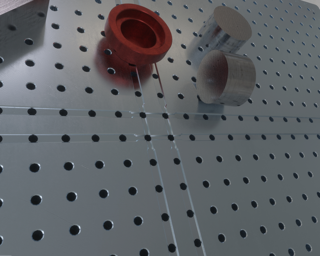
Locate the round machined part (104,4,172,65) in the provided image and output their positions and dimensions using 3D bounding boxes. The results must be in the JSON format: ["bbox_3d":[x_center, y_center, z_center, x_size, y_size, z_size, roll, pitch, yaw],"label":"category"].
[{"bbox_3d":[-0.035,-0.133,0.460,0.099,0.042,0.098,14,56,-21],"label":"round machined part"}]

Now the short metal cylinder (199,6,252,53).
[{"bbox_3d":[0.118,-0.173,0.561,0.081,0.050,0.080,14,56,-21],"label":"short metal cylinder"}]

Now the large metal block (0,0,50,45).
[{"bbox_3d":[-0.199,-0.161,0.383,0.080,0.050,0.080,40,51,-1],"label":"large metal block"}]

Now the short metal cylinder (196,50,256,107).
[{"bbox_3d":[0.098,-0.074,0.471,0.050,0.080,0.080,4,60,-26],"label":"short metal cylinder"}]
